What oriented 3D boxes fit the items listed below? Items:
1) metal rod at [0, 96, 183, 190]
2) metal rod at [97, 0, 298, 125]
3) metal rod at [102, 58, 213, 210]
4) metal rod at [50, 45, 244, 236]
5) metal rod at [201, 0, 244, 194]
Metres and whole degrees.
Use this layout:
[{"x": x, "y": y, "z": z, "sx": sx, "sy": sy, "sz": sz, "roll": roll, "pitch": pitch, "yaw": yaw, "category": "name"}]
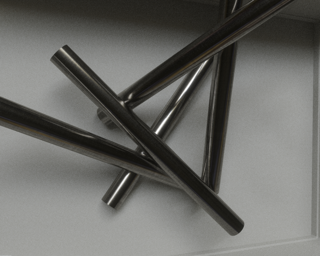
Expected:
[{"x": -0.051, "y": 0.030, "z": 0.352, "sx": 0.302, "sy": 0.025, "sz": 0.025, "roll": 26, "pitch": 81, "yaw": -34, "category": "metal rod"}, {"x": 0.047, "y": -0.085, "z": 0.328, "sx": 0.300, "sy": 0.025, "sz": 0.025, "roll": -31, "pitch": 104, "yaw": 24, "category": "metal rod"}, {"x": 0.019, "y": -0.026, "z": 0.418, "sx": 0.025, "sy": 0.025, "sz": 0.300, "roll": 38, "pitch": 78, "yaw": -17, "category": "metal rod"}, {"x": -0.006, "y": 0.023, "z": 0.365, "sx": 0.300, "sy": 0.025, "sz": 0.025, "roll": 45, "pitch": 76, "yaw": -12, "category": "metal rod"}, {"x": 0.073, "y": -0.058, "z": 0.358, "sx": 0.025, "sy": 0.025, "sz": 0.298, "roll": -5, "pitch": 111, "yaw": -20, "category": "metal rod"}]
